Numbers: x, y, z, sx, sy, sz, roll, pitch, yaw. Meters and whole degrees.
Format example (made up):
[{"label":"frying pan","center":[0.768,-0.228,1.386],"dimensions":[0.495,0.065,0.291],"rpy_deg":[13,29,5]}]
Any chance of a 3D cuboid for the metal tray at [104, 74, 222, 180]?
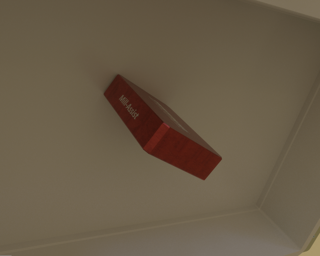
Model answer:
[{"label":"metal tray","center":[-0.001,-0.004,0.339],"dimensions":[0.090,0.130,0.030],"rpy_deg":[30,102,-38]}]
